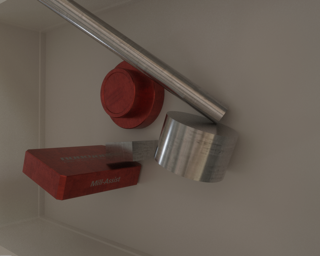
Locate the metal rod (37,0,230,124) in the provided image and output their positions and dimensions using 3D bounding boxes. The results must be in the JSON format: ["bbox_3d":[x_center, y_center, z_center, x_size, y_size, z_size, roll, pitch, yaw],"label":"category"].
[{"bbox_3d":[-0.050,-0.101,0.367,0.301,0.025,0.025,35,114,7],"label":"metal rod"}]

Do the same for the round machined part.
[{"bbox_3d":[-0.045,-0.047,0.431,0.098,0.042,0.097,0,90,39],"label":"round machined part"}]

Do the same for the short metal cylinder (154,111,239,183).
[{"bbox_3d":[0.039,0.018,0.338,0.080,0.081,0.050,26,107,36],"label":"short metal cylinder"}]

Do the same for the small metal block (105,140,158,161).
[{"bbox_3d":[-0.037,0.030,0.419,0.050,0.050,0.025,-4,87,39],"label":"small metal block"}]

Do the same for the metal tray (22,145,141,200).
[{"bbox_3d":[-0.102,0.054,0.420,0.090,0.131,0.030,22,104,37],"label":"metal tray"}]
